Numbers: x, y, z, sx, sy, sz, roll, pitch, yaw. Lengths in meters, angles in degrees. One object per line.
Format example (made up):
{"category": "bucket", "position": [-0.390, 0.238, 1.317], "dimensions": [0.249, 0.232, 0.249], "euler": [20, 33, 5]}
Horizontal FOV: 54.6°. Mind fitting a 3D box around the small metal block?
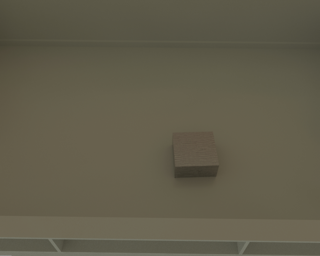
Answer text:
{"category": "small metal block", "position": [0.042, 0.032, 0.379], "dimensions": [0.050, 0.025, 0.050], "euler": [-2, 50, -1]}
